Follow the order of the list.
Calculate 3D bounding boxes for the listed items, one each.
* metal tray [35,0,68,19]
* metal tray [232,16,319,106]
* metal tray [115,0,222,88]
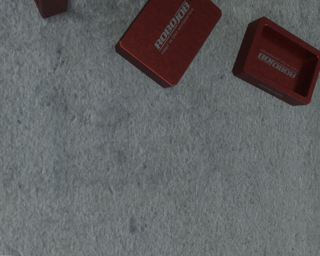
[{"bbox_3d":[-0.138,-0.193,0.322,0.030,0.090,0.129,-26,99,-16],"label":"metal tray"},{"bbox_3d":[0.184,-0.099,0.475,0.131,0.030,0.090,22,82,-19],"label":"metal tray"},{"bbox_3d":[0.013,-0.130,0.412,0.090,0.030,0.130,36,78,-17],"label":"metal tray"}]
